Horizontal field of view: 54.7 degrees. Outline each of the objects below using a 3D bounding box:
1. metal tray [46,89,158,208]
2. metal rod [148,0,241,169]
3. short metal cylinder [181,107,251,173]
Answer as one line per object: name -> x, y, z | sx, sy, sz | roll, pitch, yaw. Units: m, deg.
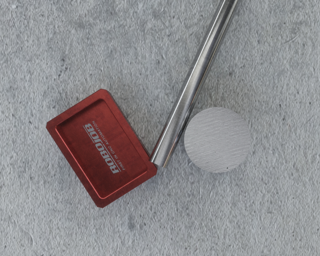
metal tray -> -0.074, 0.026, 0.406 | 0.090, 0.030, 0.130 | -33, 90, -1
metal rod -> 0.058, -0.091, 0.396 | 0.025, 0.025, 0.299 | 24, 84, -1
short metal cylinder -> 0.069, 0.014, 0.398 | 0.081, 0.050, 0.079 | 0, 90, -1
